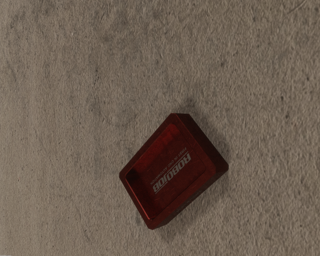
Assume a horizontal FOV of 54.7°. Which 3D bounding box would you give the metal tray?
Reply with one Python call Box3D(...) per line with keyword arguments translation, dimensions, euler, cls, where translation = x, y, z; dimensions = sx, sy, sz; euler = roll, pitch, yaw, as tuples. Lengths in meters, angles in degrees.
Box3D(translation=(0.011, 0.055, 0.390), dimensions=(0.129, 0.030, 0.090), euler=(-49, 61, 28), cls="metal tray")
